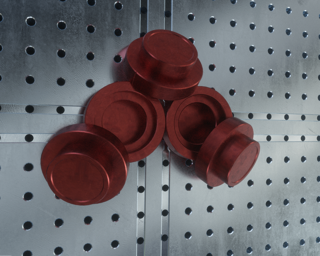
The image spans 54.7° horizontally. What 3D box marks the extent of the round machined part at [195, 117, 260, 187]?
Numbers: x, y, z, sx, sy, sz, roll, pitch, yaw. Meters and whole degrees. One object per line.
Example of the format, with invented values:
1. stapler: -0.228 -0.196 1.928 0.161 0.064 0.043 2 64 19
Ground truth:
1. round machined part: 0.095 0.038 0.412 0.099 0.042 0.097 -29 136 -32

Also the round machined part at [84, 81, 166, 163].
1. round machined part: -0.046 -0.007 0.386 0.099 0.042 0.097 0 90 -21

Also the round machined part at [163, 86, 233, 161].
1. round machined part: 0.046 -0.006 0.422 0.099 0.042 0.097 0 90 -21

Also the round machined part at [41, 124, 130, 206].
1. round machined part: -0.086 0.048 0.348 0.099 0.042 0.097 2 115 4

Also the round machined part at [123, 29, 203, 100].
1. round machined part: 0.007 -0.083 0.380 0.099 0.042 0.098 11 49 -12
